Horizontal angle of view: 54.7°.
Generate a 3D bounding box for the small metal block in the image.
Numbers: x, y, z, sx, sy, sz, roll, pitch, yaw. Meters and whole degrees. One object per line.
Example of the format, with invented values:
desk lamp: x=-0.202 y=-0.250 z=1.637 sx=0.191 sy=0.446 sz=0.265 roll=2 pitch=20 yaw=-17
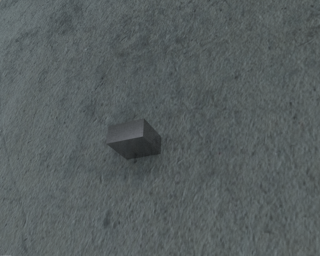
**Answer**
small metal block: x=-0.032 y=0.015 z=0.394 sx=0.050 sy=0.050 sz=0.025 roll=-12 pitch=57 yaw=21
